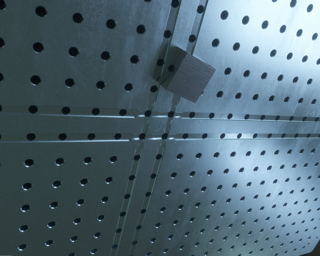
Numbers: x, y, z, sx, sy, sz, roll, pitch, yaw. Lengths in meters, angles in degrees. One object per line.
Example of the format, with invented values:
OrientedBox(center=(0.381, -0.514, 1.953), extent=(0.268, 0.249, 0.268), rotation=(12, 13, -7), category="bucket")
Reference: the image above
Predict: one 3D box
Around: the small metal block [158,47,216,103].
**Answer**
OrientedBox(center=(0.034, -0.065, 0.388), extent=(0.050, 0.025, 0.050), rotation=(20, 107, -36), category="small metal block")
